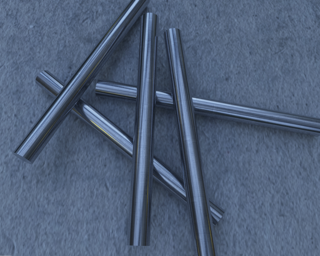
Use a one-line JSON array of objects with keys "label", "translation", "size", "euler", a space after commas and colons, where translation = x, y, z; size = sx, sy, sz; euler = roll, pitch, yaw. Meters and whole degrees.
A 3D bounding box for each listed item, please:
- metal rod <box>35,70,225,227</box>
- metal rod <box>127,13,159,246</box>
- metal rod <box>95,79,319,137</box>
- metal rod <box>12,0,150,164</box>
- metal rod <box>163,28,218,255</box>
[{"label": "metal rod", "translation": [-0.046, 0.019, 0.400], "size": [0.300, 0.025, 0.025], "euler": [37, 74, 12]}, {"label": "metal rod", "translation": [-0.019, -0.014, 0.385], "size": [0.025, 0.025, 0.299], "euler": [2, 70, 0]}, {"label": "metal rod", "translation": [0.063, -0.028, 0.419], "size": [0.302, 0.025, 0.025], "euler": [10, 70, 3]}, {"label": "metal rod", "translation": [-0.092, -0.084, 0.417], "size": [0.025, 0.025, 0.300], "euler": [25, 64, 8]}, {"label": "metal rod", "translation": [0.034, 0.009, 0.377], "size": [0.025, 0.025, 0.299], "euler": [-6, 70, -3]}]
